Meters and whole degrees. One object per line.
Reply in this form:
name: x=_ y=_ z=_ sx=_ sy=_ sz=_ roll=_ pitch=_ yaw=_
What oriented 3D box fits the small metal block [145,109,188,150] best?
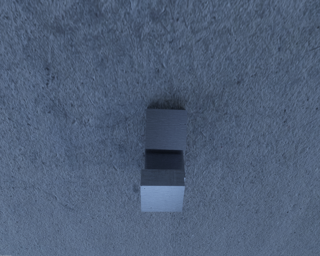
small metal block: x=0.008 y=0.001 z=0.394 sx=0.050 sy=0.025 sz=0.050 roll=2 pitch=94 yaw=-2

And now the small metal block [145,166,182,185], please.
small metal block: x=0.004 y=0.069 z=0.451 sx=0.050 sy=0.025 sz=0.050 roll=2 pitch=171 yaw=-2

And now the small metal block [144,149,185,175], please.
small metal block: x=0.005 y=0.053 z=0.404 sx=0.050 sy=0.050 sz=0.025 roll=2 pitch=130 yaw=-2

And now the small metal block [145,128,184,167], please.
small metal block: x=0.005 y=0.028 z=0.433 sx=0.050 sy=0.025 sz=0.050 roll=2 pitch=130 yaw=-2

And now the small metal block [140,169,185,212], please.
small metal block: x=0.003 y=0.076 z=0.375 sx=0.050 sy=0.025 sz=0.050 roll=1 pitch=130 yaw=-1
